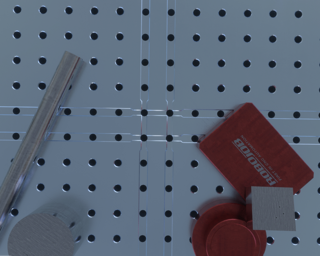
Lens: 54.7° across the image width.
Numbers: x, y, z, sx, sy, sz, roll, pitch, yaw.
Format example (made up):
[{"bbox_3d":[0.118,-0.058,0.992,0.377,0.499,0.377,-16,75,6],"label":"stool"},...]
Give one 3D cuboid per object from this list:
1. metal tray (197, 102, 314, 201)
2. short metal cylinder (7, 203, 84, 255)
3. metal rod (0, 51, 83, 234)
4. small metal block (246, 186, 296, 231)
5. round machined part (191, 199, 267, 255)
[{"bbox_3d":[0.124,0.042,0.412,0.090,0.030,0.130,-41,90,0],"label":"metal tray"},{"bbox_3d":[-0.144,0.143,0.400,0.081,0.050,0.080,0,90,0],"label":"short metal cylinder"},{"bbox_3d":[-0.178,0.038,0.411,0.025,0.025,0.299,25,90,0],"label":"metal rod"},{"bbox_3d":[0.134,0.098,0.378,0.050,0.025,0.050,2,75,-1],"label":"small metal block"},{"bbox_3d":[0.092,0.147,0.406,0.099,0.042,0.097,0,90,0],"label":"round machined part"}]
